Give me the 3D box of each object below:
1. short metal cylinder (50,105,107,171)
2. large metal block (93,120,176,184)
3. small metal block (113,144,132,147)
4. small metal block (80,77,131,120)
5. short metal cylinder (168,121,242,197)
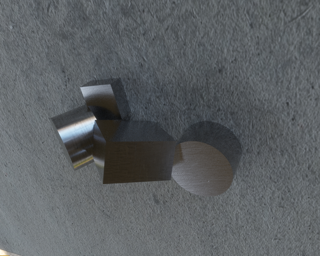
[{"bbox_3d":[-0.113,0.013,0.435,0.080,0.050,0.080,50,155,35],"label":"short metal cylinder"},{"bbox_3d":[-0.035,0.026,0.382,0.081,0.080,0.050,1,108,-21],"label":"large metal block"},{"bbox_3d":[-0.052,0.039,0.458,0.050,0.025,0.050,3,120,26],"label":"small metal block"},{"bbox_3d":[-0.073,-0.039,0.421,0.050,0.025,0.050,-1,118,28],"label":"small metal block"},{"bbox_3d":[0.056,0.038,0.385,0.080,0.050,0.079,13,124,20],"label":"short metal cylinder"}]
